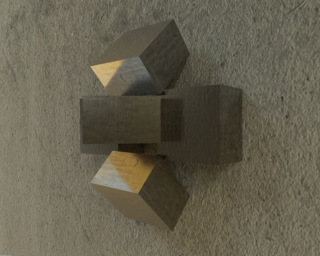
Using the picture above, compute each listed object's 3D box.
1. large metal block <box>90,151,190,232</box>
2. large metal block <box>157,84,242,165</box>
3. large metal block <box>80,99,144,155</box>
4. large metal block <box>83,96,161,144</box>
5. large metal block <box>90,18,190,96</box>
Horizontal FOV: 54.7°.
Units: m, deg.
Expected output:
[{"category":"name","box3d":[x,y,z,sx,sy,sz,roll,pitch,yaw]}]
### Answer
[{"category":"large metal block","box3d":[-0.023,0.075,0.380,0.080,0.080,0.050,2,48,40]},{"category":"large metal block","box3d":[0.044,-0.004,0.349,0.080,0.050,0.079,0,90,39]},{"category":"large metal block","box3d":[-0.069,-0.003,0.445,0.080,0.050,0.079,0,90,39]},{"category":"large metal block","box3d":[-0.043,-0.009,0.362,0.080,0.081,0.050,179,90,-84]},{"category":"large metal block","box3d":[-0.023,-0.083,0.380,0.080,0.080,0.050,0,134,40]}]
